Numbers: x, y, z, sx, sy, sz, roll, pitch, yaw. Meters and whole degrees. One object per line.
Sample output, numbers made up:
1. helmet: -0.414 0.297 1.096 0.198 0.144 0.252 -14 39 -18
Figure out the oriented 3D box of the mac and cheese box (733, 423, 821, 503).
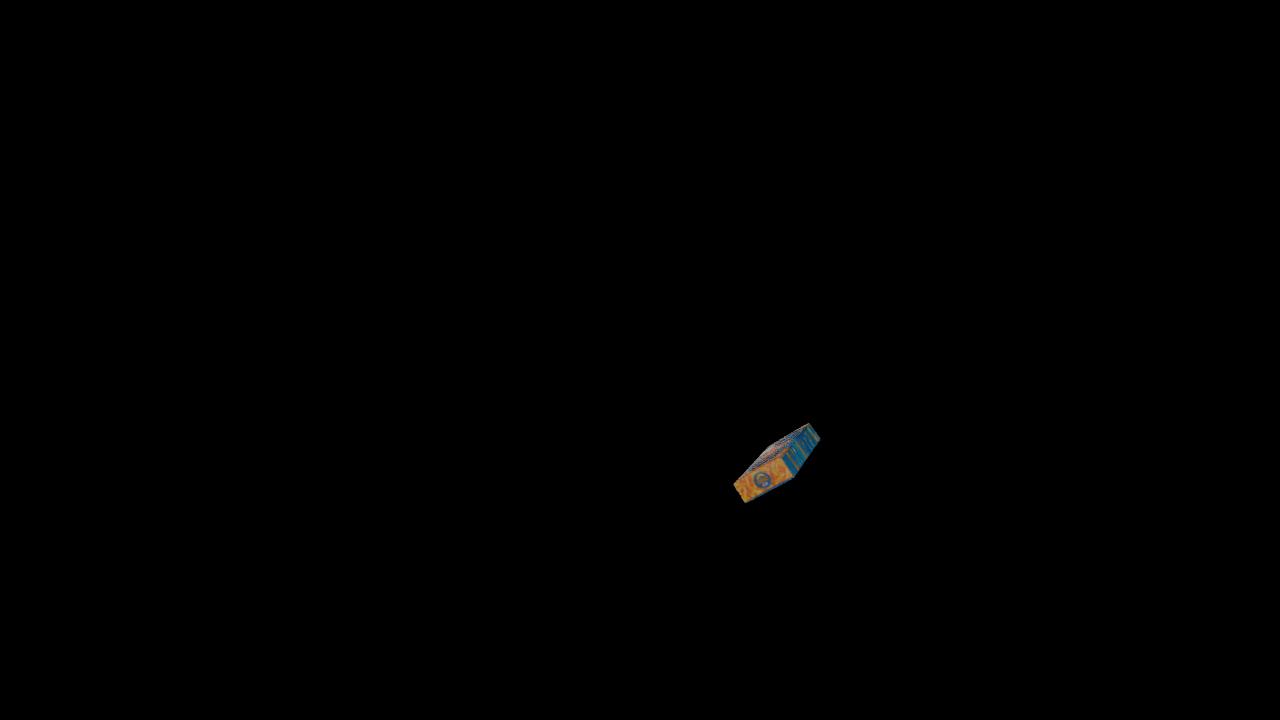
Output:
1. mac and cheese box: 0.222 0.160 0.977 0.093 0.041 0.184 -36 -7 28
